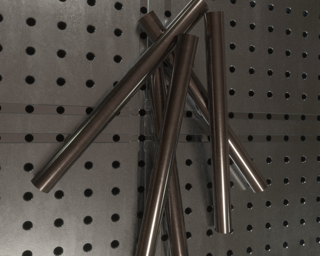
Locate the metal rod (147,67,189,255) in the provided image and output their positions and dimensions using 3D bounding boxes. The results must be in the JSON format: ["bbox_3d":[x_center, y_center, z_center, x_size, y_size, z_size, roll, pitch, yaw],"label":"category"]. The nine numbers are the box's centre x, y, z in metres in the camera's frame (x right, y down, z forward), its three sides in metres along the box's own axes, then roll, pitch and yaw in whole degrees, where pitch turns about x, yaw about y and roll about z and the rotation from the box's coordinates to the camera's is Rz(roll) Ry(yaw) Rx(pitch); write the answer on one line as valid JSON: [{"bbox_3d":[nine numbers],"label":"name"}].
[{"bbox_3d":[0.013,0.069,0.418,0.025,0.025,0.298,-9,93,-20],"label":"metal rod"}]

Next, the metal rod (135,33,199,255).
[{"bbox_3d":[0.006,0.034,0.390,0.025,0.025,0.298,9,97,-20],"label":"metal rod"}]

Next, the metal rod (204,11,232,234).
[{"bbox_3d":[0.080,0.001,0.418,0.025,0.025,0.298,-9,103,-20],"label":"metal rod"}]

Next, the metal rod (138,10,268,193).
[{"bbox_3d":[0.067,-0.028,0.438,0.025,0.025,0.299,-40,103,-16],"label":"metal rod"}]

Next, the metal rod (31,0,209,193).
[{"bbox_3d":[-0.044,-0.045,0.380,0.025,0.025,0.300,42,83,-16],"label":"metal rod"}]
